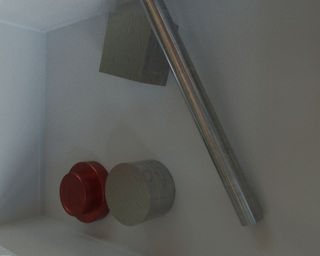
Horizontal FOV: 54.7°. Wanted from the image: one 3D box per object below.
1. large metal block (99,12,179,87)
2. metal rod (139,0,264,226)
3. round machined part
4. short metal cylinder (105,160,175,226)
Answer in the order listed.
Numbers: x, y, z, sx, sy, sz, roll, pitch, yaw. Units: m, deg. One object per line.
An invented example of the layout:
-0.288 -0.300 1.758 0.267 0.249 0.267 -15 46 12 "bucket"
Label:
-0.030 -0.105 0.413 0.080 0.050 0.079 20 103 38 "large metal block"
0.037 -0.038 0.340 0.025 0.025 0.299 -28 83 36 "metal rod"
-0.123 0.103 0.495 0.098 0.042 0.097 0 90 39 "round machined part"
-0.027 0.084 0.411 0.080 0.050 0.079 0 90 39 "short metal cylinder"
